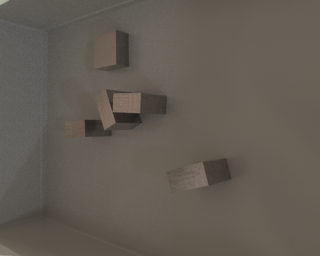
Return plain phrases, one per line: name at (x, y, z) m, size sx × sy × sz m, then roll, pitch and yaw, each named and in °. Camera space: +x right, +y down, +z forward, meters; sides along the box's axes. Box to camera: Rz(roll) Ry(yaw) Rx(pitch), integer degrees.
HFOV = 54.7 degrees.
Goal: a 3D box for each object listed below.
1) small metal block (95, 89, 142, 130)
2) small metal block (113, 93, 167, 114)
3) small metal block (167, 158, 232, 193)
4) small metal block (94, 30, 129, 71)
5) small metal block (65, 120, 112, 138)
small metal block at (-0.058, -0.025, 0.439) m, size 0.025 × 0.050 × 0.050 m, roll -30°, pitch 71°, yaw 36°
small metal block at (-0.027, -0.032, 0.413) m, size 0.050 × 0.050 × 0.025 m, roll 4°, pitch 93°, yaw 40°
small metal block at (0.045, 0.054, 0.354) m, size 0.050 × 0.050 × 0.025 m, roll -21°, pitch 77°, yaw 38°
small metal block at (-0.074, -0.116, 0.468) m, size 0.050 × 0.025 × 0.050 m, roll -1°, pitch 89°, yaw 40°
small metal block at (-0.112, 0.001, 0.483) m, size 0.050 × 0.050 × 0.025 m, roll -3°, pitch 88°, yaw 40°
